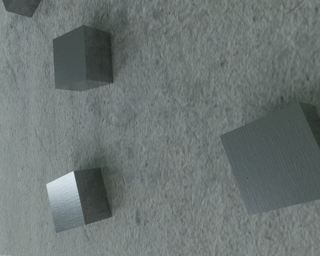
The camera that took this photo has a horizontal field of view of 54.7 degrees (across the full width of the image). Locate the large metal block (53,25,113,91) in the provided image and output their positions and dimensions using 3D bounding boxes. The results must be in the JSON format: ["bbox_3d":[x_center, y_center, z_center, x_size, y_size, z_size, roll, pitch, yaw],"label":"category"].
[{"bbox_3d":[-0.122,-0.105,0.486,0.080,0.050,0.080,-6,86,39],"label":"large metal block"}]

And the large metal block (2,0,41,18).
[{"bbox_3d":[-0.272,-0.281,0.609,0.080,0.050,0.080,-41,65,32],"label":"large metal block"}]

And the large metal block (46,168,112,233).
[{"bbox_3d":[-0.130,0.115,0.493,0.080,0.050,0.080,-26,74,36],"label":"large metal block"}]

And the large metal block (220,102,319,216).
[{"bbox_3d":[0.115,0.030,0.293,0.080,0.050,0.080,-28,73,36],"label":"large metal block"}]
